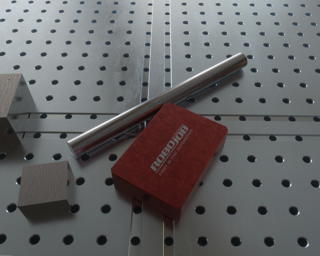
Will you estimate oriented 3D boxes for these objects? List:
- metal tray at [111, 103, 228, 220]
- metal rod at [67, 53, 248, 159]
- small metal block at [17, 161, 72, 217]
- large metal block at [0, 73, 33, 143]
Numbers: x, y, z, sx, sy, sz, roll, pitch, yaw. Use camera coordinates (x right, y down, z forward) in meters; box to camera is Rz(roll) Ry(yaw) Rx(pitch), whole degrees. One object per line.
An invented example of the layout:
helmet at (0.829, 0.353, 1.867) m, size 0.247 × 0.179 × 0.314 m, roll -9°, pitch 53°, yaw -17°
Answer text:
metal tray at (0.015, 0.033, 0.377) m, size 0.090 × 0.030 × 0.130 m, roll 25°, pitch 54°, yaw 19°
metal rod at (0.011, -0.041, 0.442) m, size 0.302 × 0.025 × 0.025 m, roll -30°, pitch 56°, yaw -23°
small metal block at (-0.127, 0.068, 0.349) m, size 0.050 × 0.025 × 0.050 m, roll -7°, pitch 51°, yaw -7°
large metal block at (-0.225, -0.026, 0.410) m, size 0.081 × 0.050 × 0.080 m, roll -2°, pitch 50°, yaw -3°
